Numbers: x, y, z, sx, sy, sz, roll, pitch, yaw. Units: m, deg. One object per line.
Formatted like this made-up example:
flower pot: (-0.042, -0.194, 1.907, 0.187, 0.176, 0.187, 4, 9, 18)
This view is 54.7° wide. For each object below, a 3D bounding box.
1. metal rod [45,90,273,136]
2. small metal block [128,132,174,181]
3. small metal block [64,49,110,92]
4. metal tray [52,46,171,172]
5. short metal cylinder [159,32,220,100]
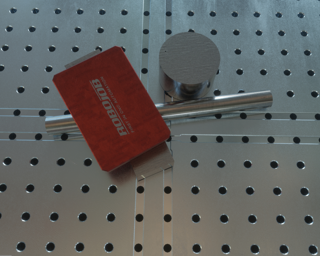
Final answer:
metal rod: (0.001, -0.022, 0.420, 0.302, 0.025, 0.025, -7, 70, -3)
small metal block: (-0.015, 0.033, 0.398, 0.050, 0.025, 0.050, -22, 72, -8)
small metal block: (-0.096, -0.074, 0.424, 0.050, 0.050, 0.025, -30, 73, -11)
metal tray: (-0.058, -0.023, 0.376, 0.090, 0.030, 0.130, -29, 84, -10)
short metal cylinder: (0.039, -0.084, 0.429, 0.081, 0.050, 0.080, 0, 70, 0)
